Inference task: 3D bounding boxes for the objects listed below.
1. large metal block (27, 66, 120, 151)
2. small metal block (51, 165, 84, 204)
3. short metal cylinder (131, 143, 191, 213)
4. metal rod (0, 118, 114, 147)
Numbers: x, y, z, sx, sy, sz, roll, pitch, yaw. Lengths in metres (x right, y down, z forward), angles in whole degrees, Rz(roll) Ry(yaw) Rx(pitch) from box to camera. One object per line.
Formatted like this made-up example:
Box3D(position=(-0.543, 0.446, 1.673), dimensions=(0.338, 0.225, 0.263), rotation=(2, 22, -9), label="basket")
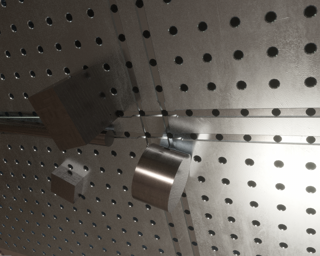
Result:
Box3D(position=(-0.112, -0.027, 0.416), dimensions=(0.050, 0.080, 0.080), rotation=(-13, 112, 33), label="large metal block")
Box3D(position=(-0.168, 0.102, 0.561), dimensions=(0.050, 0.025, 0.050), rotation=(25, 127, 12), label="small metal block")
Box3D(position=(0.003, 0.065, 0.413), dimensions=(0.050, 0.080, 0.079), rotation=(17, 125, 18), label="short metal cylinder")
Box3D(position=(-0.211, 0.002, 0.520), dimensions=(0.301, 0.025, 0.025), rotation=(6, 121, 25), label="metal rod")
